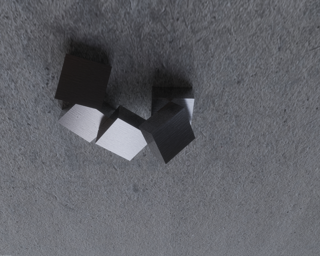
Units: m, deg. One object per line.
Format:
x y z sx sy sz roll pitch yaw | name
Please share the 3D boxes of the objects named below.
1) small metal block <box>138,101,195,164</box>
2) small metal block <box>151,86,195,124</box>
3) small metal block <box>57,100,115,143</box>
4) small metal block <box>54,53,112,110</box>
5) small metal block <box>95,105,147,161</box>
0.010 0.005 0.364 0.050 0.025 0.050 -40 131 -20 | small metal block
0.014 -0.024 0.388 0.050 0.025 0.050 1 130 -2 | small metal block
-0.092 -0.016 0.394 0.050 0.025 0.050 -37 122 27 | small metal block
-0.086 -0.051 0.349 0.050 0.025 0.050 14 92 -13 | small metal block
-0.043 0.007 0.380 0.050 0.025 0.050 30 124 -24 | small metal block
